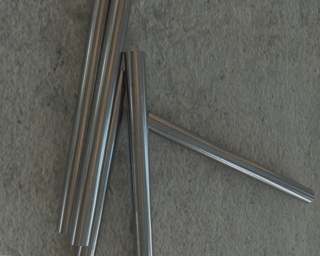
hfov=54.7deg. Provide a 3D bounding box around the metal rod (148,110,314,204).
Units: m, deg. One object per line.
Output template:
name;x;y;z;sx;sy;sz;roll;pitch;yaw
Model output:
metal rod;0.109;0.049;0.450;0.302;0.025;0.025;25;82;-19

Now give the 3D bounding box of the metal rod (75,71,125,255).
metal rod;-0.076;0.076;0.381;0.025;0.025;0.298;12;86;-20

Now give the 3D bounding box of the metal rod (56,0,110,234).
metal rod;-0.090;-0.026;0.376;0.025;0.025;0.298;9;87;-20

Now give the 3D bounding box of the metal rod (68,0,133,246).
metal rod;-0.068;-0.017;0.363;0.025;0.025;0.298;11;85;-20

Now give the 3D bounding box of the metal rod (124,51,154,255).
metal rod;-0.025;0.057;0.388;0.025;0.025;0.298;-5;97;-20
